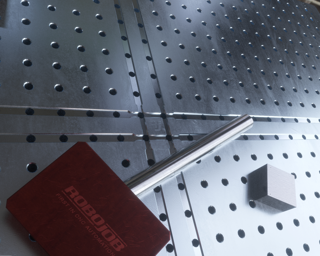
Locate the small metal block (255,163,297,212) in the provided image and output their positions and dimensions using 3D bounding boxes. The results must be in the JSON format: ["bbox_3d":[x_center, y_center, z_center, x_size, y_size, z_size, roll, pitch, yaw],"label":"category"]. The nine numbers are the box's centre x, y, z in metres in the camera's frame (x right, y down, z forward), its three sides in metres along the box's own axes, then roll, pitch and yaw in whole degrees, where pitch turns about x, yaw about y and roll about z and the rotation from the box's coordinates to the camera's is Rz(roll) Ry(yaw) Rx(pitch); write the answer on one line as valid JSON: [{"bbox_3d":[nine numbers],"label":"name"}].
[{"bbox_3d":[0.167,0.086,0.448,0.050,0.025,0.050,24,53,-14],"label":"small metal block"}]

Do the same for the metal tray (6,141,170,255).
[{"bbox_3d":[-0.066,0.089,0.298,0.090,0.030,0.130,-42,86,-20],"label":"metal tray"}]

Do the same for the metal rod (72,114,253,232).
[{"bbox_3d":[0.028,0.041,0.399,0.302,0.025,0.025,-25,76,-37],"label":"metal rod"}]
